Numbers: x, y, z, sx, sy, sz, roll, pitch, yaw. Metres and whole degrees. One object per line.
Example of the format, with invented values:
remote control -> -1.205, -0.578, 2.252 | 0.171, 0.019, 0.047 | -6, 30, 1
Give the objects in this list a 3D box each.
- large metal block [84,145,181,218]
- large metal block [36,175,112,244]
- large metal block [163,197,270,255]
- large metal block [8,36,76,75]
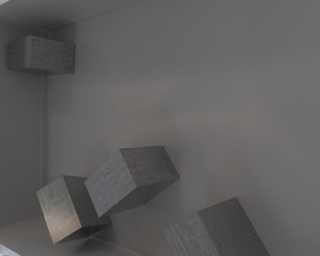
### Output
large metal block -> -0.036, 0.067, 0.400 | 0.080, 0.081, 0.050 | -43, 64, 32
large metal block -> -0.128, 0.121, 0.468 | 0.050, 0.080, 0.080 | -33, 68, 12
large metal block -> 0.062, 0.125, 0.320 | 0.050, 0.081, 0.080 | -41, 65, 32
large metal block -> -0.207, -0.123, 0.542 | 0.080, 0.081, 0.050 | 6, 94, 40
